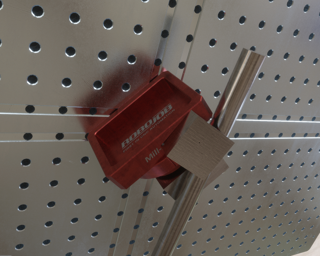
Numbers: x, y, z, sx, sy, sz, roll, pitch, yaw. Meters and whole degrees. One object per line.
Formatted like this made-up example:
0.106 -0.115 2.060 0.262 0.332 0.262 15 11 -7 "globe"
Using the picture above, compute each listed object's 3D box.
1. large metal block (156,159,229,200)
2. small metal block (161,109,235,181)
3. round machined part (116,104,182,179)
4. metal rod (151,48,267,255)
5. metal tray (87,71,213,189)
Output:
0.030 0.043 0.417 0.080 0.080 0.050 -40 130 -1 "large metal block"
0.038 0.018 0.318 0.050 0.025 0.050 35 97 -20 "small metal block"
-0.002 0.020 0.382 0.098 0.098 0.042 -41 130 -1 "round machined part"
0.047 0.053 0.367 0.025 0.025 0.298 7 115 -32 "metal rod"
-0.016 -0.002 0.360 0.130 0.090 0.030 -40 130 -2 "metal tray"
